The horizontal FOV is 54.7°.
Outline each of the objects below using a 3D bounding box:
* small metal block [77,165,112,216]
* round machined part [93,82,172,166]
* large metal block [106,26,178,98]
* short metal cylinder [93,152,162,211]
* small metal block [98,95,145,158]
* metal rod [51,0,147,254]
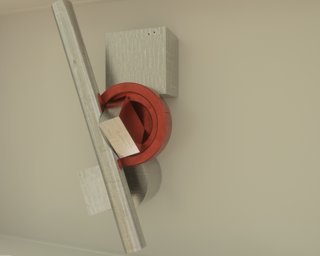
[{"bbox_3d":[-0.078,0.073,0.366,0.025,0.050,0.050,-16,83,-14],"label":"small metal block"},{"bbox_3d":[-0.032,-0.005,0.379,0.098,0.042,0.097,0,90,19],"label":"round machined part"},{"bbox_3d":[-0.022,-0.080,0.401,0.080,0.050,0.079,0,90,19],"label":"large metal block"},{"bbox_3d":[-0.044,0.066,0.411,0.080,0.050,0.079,0,90,19],"label":"short metal cylinder"},{"bbox_3d":[-0.043,-0.002,0.359,0.025,0.050,0.050,-19,119,15],"label":"small metal block"},{"bbox_3d":[-0.073,-0.007,0.359,0.025,0.025,0.299,-20,84,18],"label":"metal rod"}]
